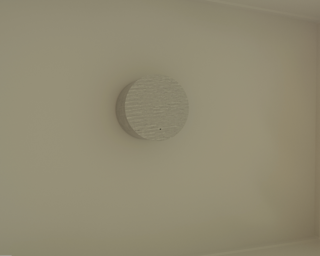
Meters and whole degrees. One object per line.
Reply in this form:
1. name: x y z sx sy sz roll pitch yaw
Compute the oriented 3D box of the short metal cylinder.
1. short metal cylinder: -0.011 -0.024 0.391 0.081 0.050 0.080 0 90 -20
